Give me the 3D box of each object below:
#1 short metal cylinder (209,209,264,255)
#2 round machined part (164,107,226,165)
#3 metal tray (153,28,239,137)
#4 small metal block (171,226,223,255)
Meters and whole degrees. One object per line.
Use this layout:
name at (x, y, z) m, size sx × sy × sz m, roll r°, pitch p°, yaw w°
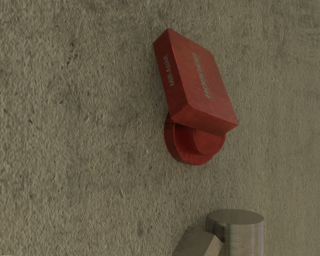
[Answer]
short metal cylinder at (0.114, 0.157, 0.464) m, size 0.081 × 0.080 × 0.050 m, roll 0°, pitch 91°, yaw -40°
round machined part at (0.056, 0.005, 0.441) m, size 0.099 × 0.042 × 0.097 m, roll 0°, pitch 90°, yaw -40°
metal tray at (0.044, -0.059, 0.397) m, size 0.091 × 0.030 × 0.130 m, roll 16°, pitch 49°, yaw -39°
small metal block at (0.052, 0.171, 0.432) m, size 0.025 × 0.050 × 0.050 m, roll 51°, pitch 60°, yaw -28°
